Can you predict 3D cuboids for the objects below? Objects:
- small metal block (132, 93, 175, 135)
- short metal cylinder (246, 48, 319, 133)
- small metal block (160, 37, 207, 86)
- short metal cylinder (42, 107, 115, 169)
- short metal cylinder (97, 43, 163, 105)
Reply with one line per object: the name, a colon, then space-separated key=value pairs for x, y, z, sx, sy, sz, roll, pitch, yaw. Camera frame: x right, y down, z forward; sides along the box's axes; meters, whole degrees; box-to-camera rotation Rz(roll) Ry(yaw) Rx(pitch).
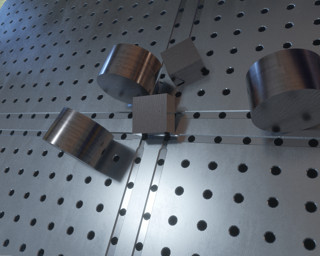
small metal block: x=-0.008 y=-0.017 z=0.413 sx=0.050 sy=0.025 sz=0.050 roll=-4 pitch=81 yaw=26
short metal cylinder: x=0.134 y=-0.036 z=0.325 sx=0.080 sy=0.080 sz=0.050 roll=-12 pitch=57 yaw=21
small metal block: x=0.033 y=-0.097 z=0.450 sx=0.050 sy=0.025 sz=0.050 roll=-26 pitch=53 yaw=12
short metal cylinder: x=-0.110 y=0.015 z=0.422 sx=0.080 sy=0.080 sz=0.050 roll=19 pitch=72 yaw=35
short metal cylinder: x=-0.042 y=-0.074 z=0.441 sx=0.080 sy=0.080 sz=0.050 roll=6 pitch=65 yaw=31
